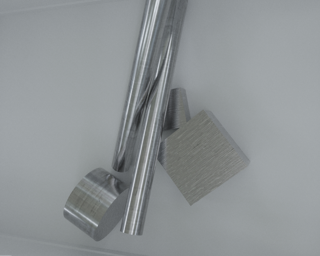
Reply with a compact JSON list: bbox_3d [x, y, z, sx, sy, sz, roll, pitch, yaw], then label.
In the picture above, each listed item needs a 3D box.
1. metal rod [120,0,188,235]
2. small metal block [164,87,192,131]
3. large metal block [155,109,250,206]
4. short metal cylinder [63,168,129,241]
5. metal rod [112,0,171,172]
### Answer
[{"bbox_3d":[-0.003,-0.028,0.372,0.025,0.025,0.299,7,78,19],"label":"metal rod"},{"bbox_3d":[0.011,-0.022,0.406,0.050,0.025,0.050,-11,86,19],"label":"small metal block"},{"bbox_3d":[0.051,0.034,0.379,0.080,0.050,0.080,-39,78,15],"label":"large metal block"},{"bbox_3d":[-0.079,0.099,0.408,0.050,0.080,0.080,30,100,17],"label":"short metal cylinder"},{"bbox_3d":[-0.019,-0.068,0.352,0.025,0.025,0.298,28,124,17],"label":"metal rod"}]
